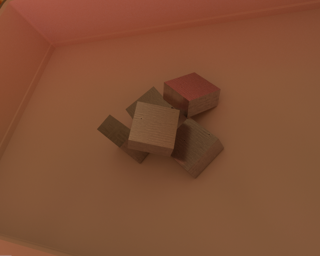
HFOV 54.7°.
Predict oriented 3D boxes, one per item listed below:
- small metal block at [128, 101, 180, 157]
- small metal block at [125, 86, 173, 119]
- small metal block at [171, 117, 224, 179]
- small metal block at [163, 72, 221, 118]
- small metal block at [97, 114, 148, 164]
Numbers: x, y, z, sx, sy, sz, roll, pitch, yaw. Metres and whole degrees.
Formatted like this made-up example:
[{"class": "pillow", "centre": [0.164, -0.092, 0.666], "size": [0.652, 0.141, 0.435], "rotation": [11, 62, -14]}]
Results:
[{"class": "small metal block", "centre": [-0.007, 0.001, 0.359], "size": [0.050, 0.025, 0.050], "rotation": [12, 63, -3]}, {"class": "small metal block", "centre": [-0.011, -0.021, 0.419], "size": [0.050, 0.025, 0.050], "rotation": [-39, 51, 1]}, {"class": "small metal block", "centre": [0.038, 0.023, 0.368], "size": [0.050, 0.025, 0.050], "rotation": [-46, 52, -4]}, {"class": "small metal block", "centre": [0.040, -0.043, 0.394], "size": [0.050, 0.025, 0.050], "rotation": [-22, 45, -28]}, {"class": "small metal block", "centre": [-0.045, 0.015, 0.400], "size": [0.050, 0.050, 0.025], "rotation": [33, 80, 38]}]
